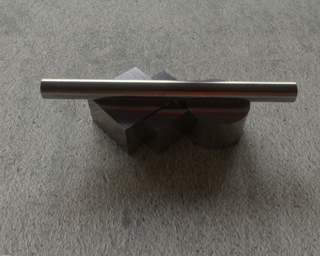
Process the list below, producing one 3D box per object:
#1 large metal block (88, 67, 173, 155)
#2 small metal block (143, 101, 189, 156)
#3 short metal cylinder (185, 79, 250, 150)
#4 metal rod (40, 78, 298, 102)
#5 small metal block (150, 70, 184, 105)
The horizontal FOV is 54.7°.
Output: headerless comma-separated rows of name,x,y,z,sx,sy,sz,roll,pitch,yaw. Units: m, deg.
large metal block,-0.037,-0.025,0.407,0.080,0.050,0.080,-35,58,-26
small metal block,0.007,0.000,0.390,0.050,0.050,0.025,-35,59,-26
short metal cylinder,0.072,-0.019,0.404,0.081,0.050,0.080,0,50,0
metal rod,0.010,-0.045,0.376,0.302,0.025,0.025,1,50,0
small metal block,0.012,-0.043,0.425,0.025,0.050,0.050,-35,59,-26
